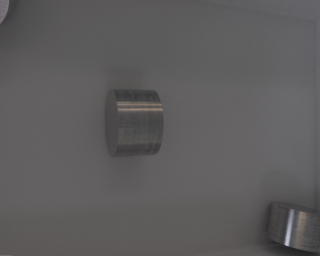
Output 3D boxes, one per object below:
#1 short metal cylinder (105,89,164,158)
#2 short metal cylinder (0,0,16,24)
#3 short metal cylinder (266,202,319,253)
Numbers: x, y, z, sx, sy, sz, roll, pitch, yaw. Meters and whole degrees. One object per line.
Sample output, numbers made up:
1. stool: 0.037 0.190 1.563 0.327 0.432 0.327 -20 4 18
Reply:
1. short metal cylinder: -0.033 -0.006 0.369 0.050 0.080 0.080 -1 91 -20
2. short metal cylinder: -0.191 -0.138 0.310 0.081 0.050 0.079 -7 118 -13
3. short metal cylinder: 0.203 0.143 0.456 0.081 0.080 0.050 12 86 -20
